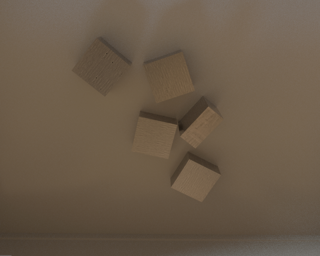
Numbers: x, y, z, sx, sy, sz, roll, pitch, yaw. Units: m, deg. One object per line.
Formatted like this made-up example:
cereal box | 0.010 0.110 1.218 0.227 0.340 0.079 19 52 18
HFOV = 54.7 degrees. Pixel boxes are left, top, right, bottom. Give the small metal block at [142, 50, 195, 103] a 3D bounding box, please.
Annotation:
small metal block | 0.011 -0.065 0.387 0.050 0.025 0.050 -18 109 6

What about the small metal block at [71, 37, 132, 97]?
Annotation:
small metal block | -0.071 -0.076 0.383 0.050 0.025 0.050 39 105 -13

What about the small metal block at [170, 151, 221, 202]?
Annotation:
small metal block | 0.049 0.069 0.437 0.050 0.025 0.050 27 108 -10

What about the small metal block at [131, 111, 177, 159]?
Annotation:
small metal block | -0.008 0.009 0.414 0.050 0.025 0.050 12 110 -5

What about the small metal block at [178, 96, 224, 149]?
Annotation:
small metal block | 0.050 -0.009 0.395 0.025 0.050 0.050 39 106 -13
